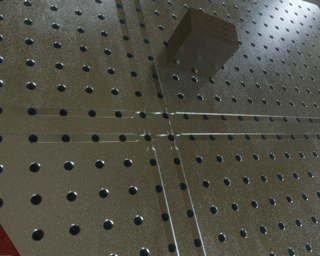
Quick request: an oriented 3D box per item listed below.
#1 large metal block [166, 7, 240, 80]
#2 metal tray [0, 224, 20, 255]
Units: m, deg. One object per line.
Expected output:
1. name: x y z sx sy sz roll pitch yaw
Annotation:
1. large metal block: 0.064 -0.129 0.486 0.081 0.080 0.050 13 57 -21
2. metal tray: -0.166 0.115 0.245 0.091 0.030 0.130 -30 79 -38
